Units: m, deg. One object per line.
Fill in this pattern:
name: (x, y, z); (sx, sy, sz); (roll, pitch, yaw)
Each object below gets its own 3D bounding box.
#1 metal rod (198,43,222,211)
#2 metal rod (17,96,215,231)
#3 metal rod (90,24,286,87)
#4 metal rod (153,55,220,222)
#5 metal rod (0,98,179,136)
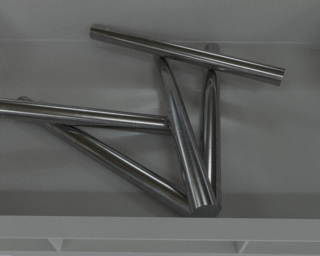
metal rod: (0.067, -0.026, 0.410); (0.025, 0.025, 0.300); (6, 45, 5)
metal rod: (-0.069, 0.032, 0.377); (0.300, 0.025, 0.025); (28, 55, 21)
metal rod: (0.028, -0.112, 0.460); (0.301, 0.025, 0.025); (18, 52, 18)
metal rod: (0.021, -0.019, 0.387); (0.025, 0.025, 0.300); (-6, 40, -5)
metal rod: (-0.125, -0.017, 0.383); (0.302, 0.025, 0.025); (6, 50, -9)
